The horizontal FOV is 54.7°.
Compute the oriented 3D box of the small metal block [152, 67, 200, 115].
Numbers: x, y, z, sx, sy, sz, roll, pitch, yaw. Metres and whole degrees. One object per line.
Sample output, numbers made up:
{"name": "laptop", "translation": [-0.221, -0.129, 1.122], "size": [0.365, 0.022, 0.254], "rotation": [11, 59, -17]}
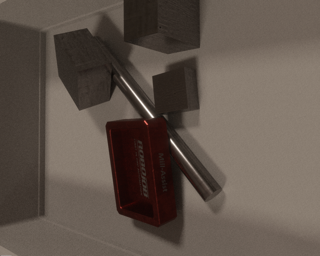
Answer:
{"name": "small metal block", "translation": [0.019, -0.045, 0.389], "size": [0.050, 0.025, 0.050], "rotation": [-9, 85, 39]}

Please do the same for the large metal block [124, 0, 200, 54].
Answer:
{"name": "large metal block", "translation": [0.004, -0.138, 0.366], "size": [0.050, 0.081, 0.079], "rotation": [-1, 90, 40]}

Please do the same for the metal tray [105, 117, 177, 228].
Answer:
{"name": "metal tray", "translation": [-0.026, 0.053, 0.402], "size": [0.090, 0.030, 0.129], "rotation": [-1, 98, 48]}

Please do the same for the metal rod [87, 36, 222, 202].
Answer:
{"name": "metal rod", "translation": [-0.021, -0.029, 0.421], "size": [0.300, 0.025, 0.025], "rotation": [52, 120, 27]}

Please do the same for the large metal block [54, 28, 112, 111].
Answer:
{"name": "large metal block", "translation": [-0.114, -0.087, 0.461], "size": [0.080, 0.050, 0.080], "rotation": [54, 151, 26]}
